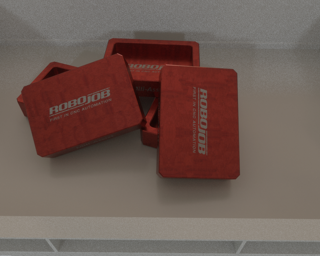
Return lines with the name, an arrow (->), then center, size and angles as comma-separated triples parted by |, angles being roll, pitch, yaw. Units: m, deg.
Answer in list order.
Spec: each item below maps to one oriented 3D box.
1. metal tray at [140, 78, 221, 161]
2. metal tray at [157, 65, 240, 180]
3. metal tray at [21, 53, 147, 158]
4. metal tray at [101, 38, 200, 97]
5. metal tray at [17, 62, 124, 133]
metal tray -> 0.038, -0.024, 0.420 | 0.090, 0.030, 0.130 | 15, 51, 12
metal tray -> 0.044, -0.006, 0.363 | 0.091, 0.030, 0.129 | 3, 78, -6
metal tray -> -0.092, -0.025, 0.376 | 0.131, 0.030, 0.090 | -19, 81, 4
metal tray -> -0.011, -0.085, 0.431 | 0.131, 0.030, 0.090 | 3, 50, 2
metal tray -> -0.115, -0.042, 0.432 | 0.131, 0.030, 0.090 | 15, 52, 12
